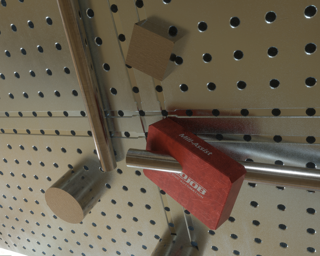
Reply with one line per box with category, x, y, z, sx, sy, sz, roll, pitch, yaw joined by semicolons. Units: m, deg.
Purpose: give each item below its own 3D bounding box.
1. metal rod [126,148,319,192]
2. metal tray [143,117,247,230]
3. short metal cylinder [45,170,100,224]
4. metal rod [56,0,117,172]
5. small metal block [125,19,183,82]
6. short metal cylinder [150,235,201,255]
metal rod;0.103;0.052;0.366;0.301;0.025;0.025;5;121;17
metal tray;0.036;0.055;0.394;0.130;0.030;0.089;34;132;32
short metal cylinder;-0.154;0.122;0.549;0.080;0.050;0.079;13;124;20
metal rod;-0.099;-0.069;0.419;0.025;0.025;0.298;6;121;25
small metal block;-0.008;-0.090;0.359;0.050;0.025;0.050;28;128;10
short metal cylinder;0.023;0.229;0.523;0.080;0.050;0.079;13;124;20
